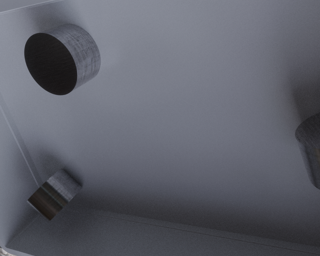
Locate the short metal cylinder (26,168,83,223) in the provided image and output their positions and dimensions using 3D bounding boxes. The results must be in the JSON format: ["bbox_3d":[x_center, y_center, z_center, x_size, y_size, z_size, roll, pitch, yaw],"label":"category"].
[{"bbox_3d":[-0.182,0.117,0.539,0.050,0.080,0.080,45,129,-3],"label":"short metal cylinder"}]

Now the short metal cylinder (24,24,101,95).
[{"bbox_3d":[-0.125,-0.089,0.401,0.080,0.050,0.079,13,124,20],"label":"short metal cylinder"}]

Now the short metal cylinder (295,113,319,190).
[{"bbox_3d":[0.177,0.019,0.292,0.080,0.080,0.050,-13,112,33],"label":"short metal cylinder"}]

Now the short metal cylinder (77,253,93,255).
[{"bbox_3d":[-0.164,0.321,0.677,0.080,0.050,0.079,13,124,20],"label":"short metal cylinder"}]
